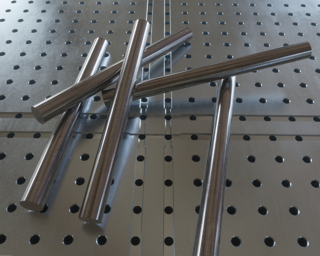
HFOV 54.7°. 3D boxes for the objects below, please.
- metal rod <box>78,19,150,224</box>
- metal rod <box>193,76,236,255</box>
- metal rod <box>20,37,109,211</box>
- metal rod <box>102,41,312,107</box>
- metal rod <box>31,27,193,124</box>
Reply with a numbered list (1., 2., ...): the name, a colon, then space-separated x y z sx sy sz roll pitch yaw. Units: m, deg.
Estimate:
1. metal rod: -0.051 -0.030 0.401 0.025 0.025 0.300 7 60 5
2. metal rod: 0.072 0.033 0.380 0.025 0.025 0.300 10 51 8
3. metal rod: -0.119 -0.029 0.430 0.025 0.025 0.300 6 50 4
4. metal rod: 0.067 -0.078 0.446 0.302 0.025 0.025 -14 51 -1
5. metal rod: -0.051 -0.091 0.463 0.025 0.025 0.302 34 51 25
